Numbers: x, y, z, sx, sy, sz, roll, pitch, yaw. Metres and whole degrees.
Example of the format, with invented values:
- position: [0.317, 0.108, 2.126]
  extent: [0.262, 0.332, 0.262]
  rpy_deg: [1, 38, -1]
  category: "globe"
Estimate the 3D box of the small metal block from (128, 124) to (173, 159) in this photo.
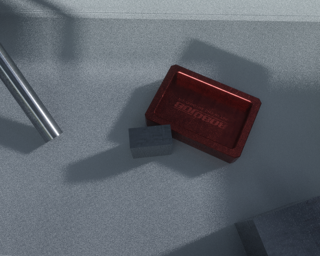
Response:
- position: [-0.011, 0.018, 0.390]
  extent: [0.050, 0.050, 0.025]
  rpy_deg: [-6, 70, -3]
  category: "small metal block"

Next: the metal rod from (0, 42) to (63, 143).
- position: [-0.217, -0.112, 0.381]
  extent: [0.025, 0.025, 0.299]
  rpy_deg: [-34, 100, -12]
  category: "metal rod"

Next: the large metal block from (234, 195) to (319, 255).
- position: [0.138, 0.114, 0.340]
  extent: [0.081, 0.080, 0.050]
  rpy_deg: [-17, 71, -7]
  category: "large metal block"

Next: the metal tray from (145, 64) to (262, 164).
- position: [0.057, -0.020, 0.415]
  extent: [0.130, 0.030, 0.090]
  rpy_deg: [24, 72, 8]
  category: "metal tray"
